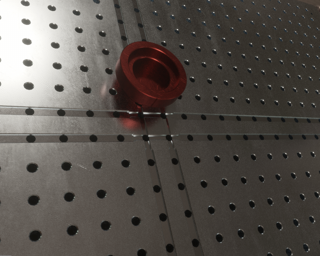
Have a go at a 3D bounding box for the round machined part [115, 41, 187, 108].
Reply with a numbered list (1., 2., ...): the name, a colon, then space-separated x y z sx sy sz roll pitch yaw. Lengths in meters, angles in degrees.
1. round machined part: -0.015 -0.070 0.433 0.099 0.042 0.098 14 56 -21
